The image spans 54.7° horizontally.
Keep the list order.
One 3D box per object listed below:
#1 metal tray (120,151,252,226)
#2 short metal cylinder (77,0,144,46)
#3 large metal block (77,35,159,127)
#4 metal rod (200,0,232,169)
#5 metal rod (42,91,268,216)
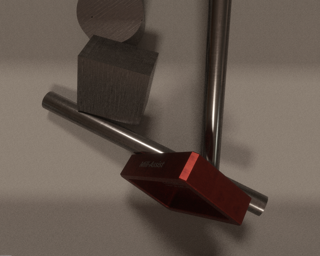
[{"bbox_3d":[0.023,0.065,0.347,0.090,0.130,0.030,40,65,-23],"label":"metal tray"},{"bbox_3d":[-0.060,-0.141,0.398,0.081,0.050,0.079,0,90,-1],"label":"short metal cylinder"},{"bbox_3d":[-0.053,-0.056,0.377,0.080,0.050,0.079,16,135,-1],"label":"large metal block"},{"bbox_3d":[0.064,-0.032,0.368,0.025,0.025,0.298,0,108,-1],"label":"metal rod"},{"bbox_3d":[-0.014,0.027,0.385,0.301,0.025,0.025,26,90,10],"label":"metal rod"}]
